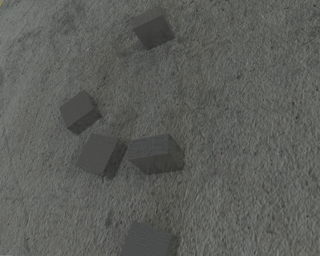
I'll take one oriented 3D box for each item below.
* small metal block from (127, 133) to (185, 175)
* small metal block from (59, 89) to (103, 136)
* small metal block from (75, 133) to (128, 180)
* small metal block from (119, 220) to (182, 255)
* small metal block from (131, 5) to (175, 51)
[{"bbox_3d":[-0.003,0.033,0.369,0.050,0.050,0.025,-11,57,22],"label":"small metal block"},{"bbox_3d":[-0.124,-0.024,0.484,0.050,0.025,0.050,-36,51,4],"label":"small metal block"},{"bbox_3d":[-0.079,0.038,0.422,0.050,0.025,0.050,10,67,32],"label":"small metal block"},{"bbox_3d":[-0.012,0.132,0.329,0.050,0.025,0.050,9,66,32],"label":"small metal block"},{"bbox_3d":[-0.010,-0.157,0.489,0.050,0.050,0.025,-21,54,16],"label":"small metal block"}]
